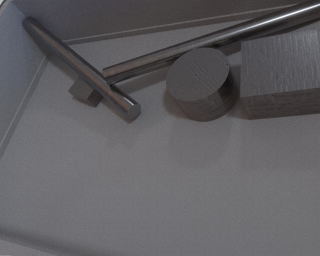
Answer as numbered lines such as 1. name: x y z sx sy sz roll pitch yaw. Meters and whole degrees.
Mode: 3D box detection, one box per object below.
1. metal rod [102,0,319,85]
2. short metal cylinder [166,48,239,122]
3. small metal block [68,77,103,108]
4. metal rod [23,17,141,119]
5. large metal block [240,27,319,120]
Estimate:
1. metal rod: 0.067 -0.114 0.414 0.301 0.025 0.025 -16 55 9
2. short metal cylinder: 0.054 -0.055 0.394 0.080 0.050 0.080 -13 56 20
3. small metal block: -0.113 -0.067 0.503 0.050 0.025 0.050 23 74 36
4. metal rod: -0.137 -0.107 0.496 0.300 0.025 0.025 40 84 28
5. large metal block: 0.138 -0.059 0.353 0.080 0.050 0.080 -5 59 25
